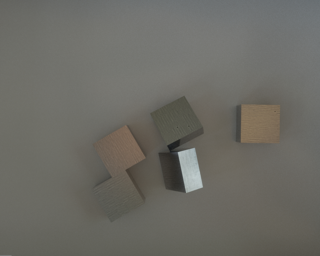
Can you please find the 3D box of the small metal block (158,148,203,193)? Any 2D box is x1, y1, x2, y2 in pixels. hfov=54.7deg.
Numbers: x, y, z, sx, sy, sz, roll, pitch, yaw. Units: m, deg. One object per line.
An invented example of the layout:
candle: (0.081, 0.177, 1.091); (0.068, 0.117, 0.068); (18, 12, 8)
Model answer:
small metal block: (0.025, 0.053, 0.396); (0.025, 0.050, 0.050); (-12, 91, -28)

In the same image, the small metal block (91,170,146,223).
small metal block: (-0.054, 0.088, 0.411); (0.050, 0.025, 0.050); (-30, 91, 0)

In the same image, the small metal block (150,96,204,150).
small metal block: (0.022, -0.006, 0.403); (0.050, 0.025, 0.050); (-28, 67, -1)

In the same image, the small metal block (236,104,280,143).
small metal block: (0.130, -0.005, 0.413); (0.050, 0.025, 0.050); (1, 90, -1)

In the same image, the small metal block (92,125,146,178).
small metal block: (-0.053, 0.030, 0.411); (0.050, 0.025, 0.050); (-30, 90, -1)
